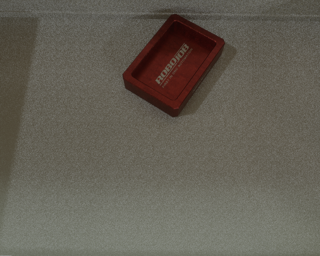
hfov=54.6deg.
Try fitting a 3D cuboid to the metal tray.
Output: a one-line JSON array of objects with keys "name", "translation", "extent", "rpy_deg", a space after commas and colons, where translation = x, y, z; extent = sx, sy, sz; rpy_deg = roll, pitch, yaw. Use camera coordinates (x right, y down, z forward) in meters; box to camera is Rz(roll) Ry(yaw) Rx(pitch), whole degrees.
[{"name": "metal tray", "translation": [0.020, -0.091, 0.440], "extent": [0.090, 0.030, 0.130], "rpy_deg": [32, 73, 11]}]
